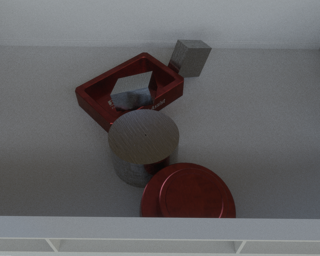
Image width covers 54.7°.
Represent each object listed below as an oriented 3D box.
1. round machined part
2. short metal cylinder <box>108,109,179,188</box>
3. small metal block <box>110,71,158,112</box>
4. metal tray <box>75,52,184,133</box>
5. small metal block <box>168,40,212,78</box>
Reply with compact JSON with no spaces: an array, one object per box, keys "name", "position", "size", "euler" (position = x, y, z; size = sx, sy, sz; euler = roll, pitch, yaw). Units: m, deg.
[{"name":"round machined part","position":[0.030,0.080,0.315],"size":[0.099,0.042,0.098],"euler":[4,60,-7]},{"name":"short metal cylinder","position":[-0.018,0.024,0.369],"size":[0.081,0.050,0.080],"euler":[0,50,0]},{"name":"small metal block","position":[-0.033,-0.050,0.412],"size":[0.050,0.025,0.050],"euler":[-10,32,13]},{"name":"metal tray","position":[-0.041,-0.052,0.445],"size":[0.131,0.030,0.090],"euler":[-35,59,-26]},{"name":"small metal block","position":[0.044,-0.104,0.467],"size":[0.050,0.050,0.025],"euler":[-12,47,-40]}]
